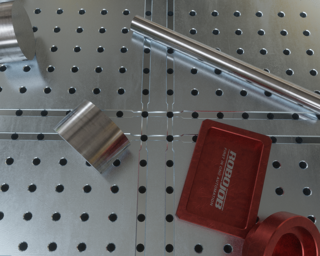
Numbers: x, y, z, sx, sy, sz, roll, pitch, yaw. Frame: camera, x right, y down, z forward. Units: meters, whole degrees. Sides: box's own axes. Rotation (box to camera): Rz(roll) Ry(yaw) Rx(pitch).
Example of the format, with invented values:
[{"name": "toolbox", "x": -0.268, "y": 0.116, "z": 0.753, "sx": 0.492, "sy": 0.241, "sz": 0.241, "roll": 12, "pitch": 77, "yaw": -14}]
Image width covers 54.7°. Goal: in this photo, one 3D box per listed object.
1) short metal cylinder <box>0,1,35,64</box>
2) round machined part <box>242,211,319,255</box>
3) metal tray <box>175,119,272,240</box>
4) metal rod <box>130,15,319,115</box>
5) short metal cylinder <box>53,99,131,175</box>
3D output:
[{"name": "short metal cylinder", "x": -0.213, "y": -0.131, "z": 0.429, "sx": 0.050, "sy": 0.080, "sz": 0.080, "roll": -8, "pitch": 70, "yaw": -3}, {"name": "round machined part", "x": 0.128, "y": 0.139, "z": 0.336, "sx": 0.099, "sy": 0.042, "sz": 0.097, "roll": 0, "pitch": 90, "yaw": -30}, {"name": "metal tray", "x": 0.080, "y": 0.062, "z": 0.386, "sx": 0.090, "sy": 0.030, "sz": 0.130, "roll": 16, "pitch": 71, "yaw": 6}, {"name": "metal rod", "x": 0.095, "y": -0.093, "z": 0.446, "sx": 0.301, "sy": 0.025, "sz": 0.025, "roll": 26, "pitch": 72, "yaw": 9}, {"name": "short metal cylinder", "x": -0.082, "y": 0.011, "z": 0.378, "sx": 0.080, "sy": 0.080, "sz": 0.050, "roll": 40, "pitch": 75, "yaw": 13}]
